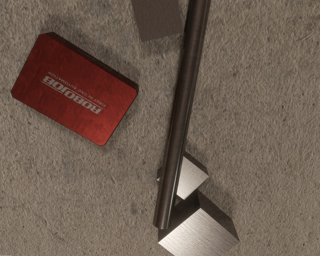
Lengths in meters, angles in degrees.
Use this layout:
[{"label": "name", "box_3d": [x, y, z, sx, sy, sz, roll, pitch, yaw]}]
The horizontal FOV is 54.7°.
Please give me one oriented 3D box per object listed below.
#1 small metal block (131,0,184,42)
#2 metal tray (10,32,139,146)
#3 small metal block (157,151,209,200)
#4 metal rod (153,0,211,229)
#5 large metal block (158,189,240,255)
[{"label": "small metal block", "box_3d": [-0.003, -0.132, 0.361, 0.050, 0.025, 0.050, -12, 110, 4]}, {"label": "metal tray", "box_3d": [-0.104, -0.047, 0.388, 0.130, 0.030, 0.090, 31, 107, -11]}, {"label": "small metal block", "box_3d": [0.031, 0.064, 0.434, 0.050, 0.025, 0.050, 39, 105, -14]}, {"label": "metal rod", "box_3d": [0.025, -0.013, 0.387, 0.025, 0.025, 0.298, 8, 103, -4]}, {"label": "large metal block", "box_3d": [0.054, 0.150, 0.453, 0.080, 0.050, 0.080, 43, 104, -15]}]
